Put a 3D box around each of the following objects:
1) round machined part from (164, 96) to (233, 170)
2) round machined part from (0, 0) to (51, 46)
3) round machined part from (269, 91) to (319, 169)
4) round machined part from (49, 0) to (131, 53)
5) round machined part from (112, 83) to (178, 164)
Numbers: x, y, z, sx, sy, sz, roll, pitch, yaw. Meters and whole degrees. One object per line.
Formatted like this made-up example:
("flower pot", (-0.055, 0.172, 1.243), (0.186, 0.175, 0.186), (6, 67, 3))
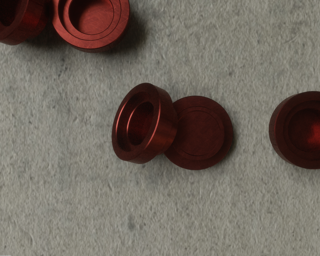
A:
("round machined part", (0.046, 0.007, 0.402), (0.099, 0.042, 0.097), (0, 90, -1))
("round machined part", (-0.175, -0.150, 0.385), (0.098, 0.042, 0.097), (-3, 85, 31))
("round machined part", (0.190, 0.003, 0.404), (0.099, 0.042, 0.097), (0, 90, -1))
("round machined part", (-0.086, -0.145, 0.400), (0.099, 0.042, 0.097), (0, 90, -2))
("round machined part", (-0.015, -0.003, 0.383), (0.042, 0.098, 0.098), (20, 90, -36))
